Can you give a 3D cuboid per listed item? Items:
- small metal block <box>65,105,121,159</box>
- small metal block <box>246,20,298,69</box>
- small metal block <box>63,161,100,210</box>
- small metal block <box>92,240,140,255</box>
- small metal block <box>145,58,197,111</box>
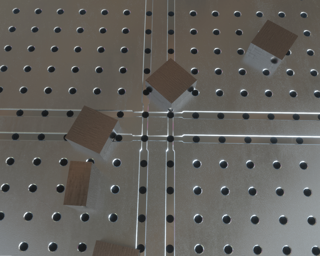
[{"bbox_3d":[-0.088,0.005,0.409,0.050,0.025,0.050,24,72,8],"label":"small metal block"},{"bbox_3d":[0.165,-0.124,0.458,0.050,0.025,0.050,34,73,11],"label":"small metal block"},{"bbox_3d":[-0.092,0.070,0.372,0.025,0.050,0.050,3,70,1],"label":"small metal block"},{"bbox_3d":[-0.053,0.159,0.353,0.050,0.025,0.050,11,70,4],"label":"small metal block"},{"bbox_3d":[0.015,-0.061,0.434,0.050,0.025,0.050,43,75,14],"label":"small metal block"}]
